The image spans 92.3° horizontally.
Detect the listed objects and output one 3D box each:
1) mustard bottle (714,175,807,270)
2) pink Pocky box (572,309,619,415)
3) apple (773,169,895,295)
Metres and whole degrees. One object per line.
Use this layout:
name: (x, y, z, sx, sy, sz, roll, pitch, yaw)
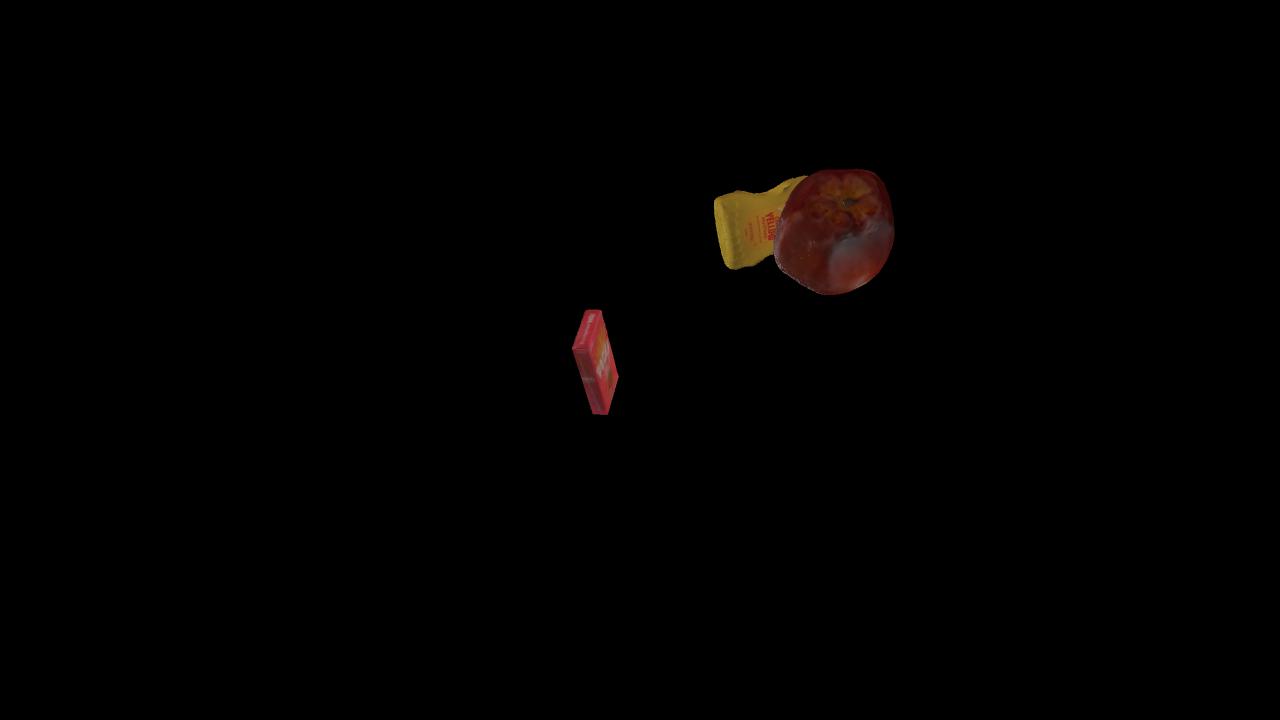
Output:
mustard bottle: (0.187, -0.176, 0.751, 0.184, 0.092, 0.054, -15, 17, -3)
pink Pocky box: (-0.066, 0.006, 0.947, 0.029, 0.084, 0.155, 2, -43, 13)
apple: (0.127, -0.084, 0.398, 0.079, 0.079, 0.093, 0, -14, 10)
